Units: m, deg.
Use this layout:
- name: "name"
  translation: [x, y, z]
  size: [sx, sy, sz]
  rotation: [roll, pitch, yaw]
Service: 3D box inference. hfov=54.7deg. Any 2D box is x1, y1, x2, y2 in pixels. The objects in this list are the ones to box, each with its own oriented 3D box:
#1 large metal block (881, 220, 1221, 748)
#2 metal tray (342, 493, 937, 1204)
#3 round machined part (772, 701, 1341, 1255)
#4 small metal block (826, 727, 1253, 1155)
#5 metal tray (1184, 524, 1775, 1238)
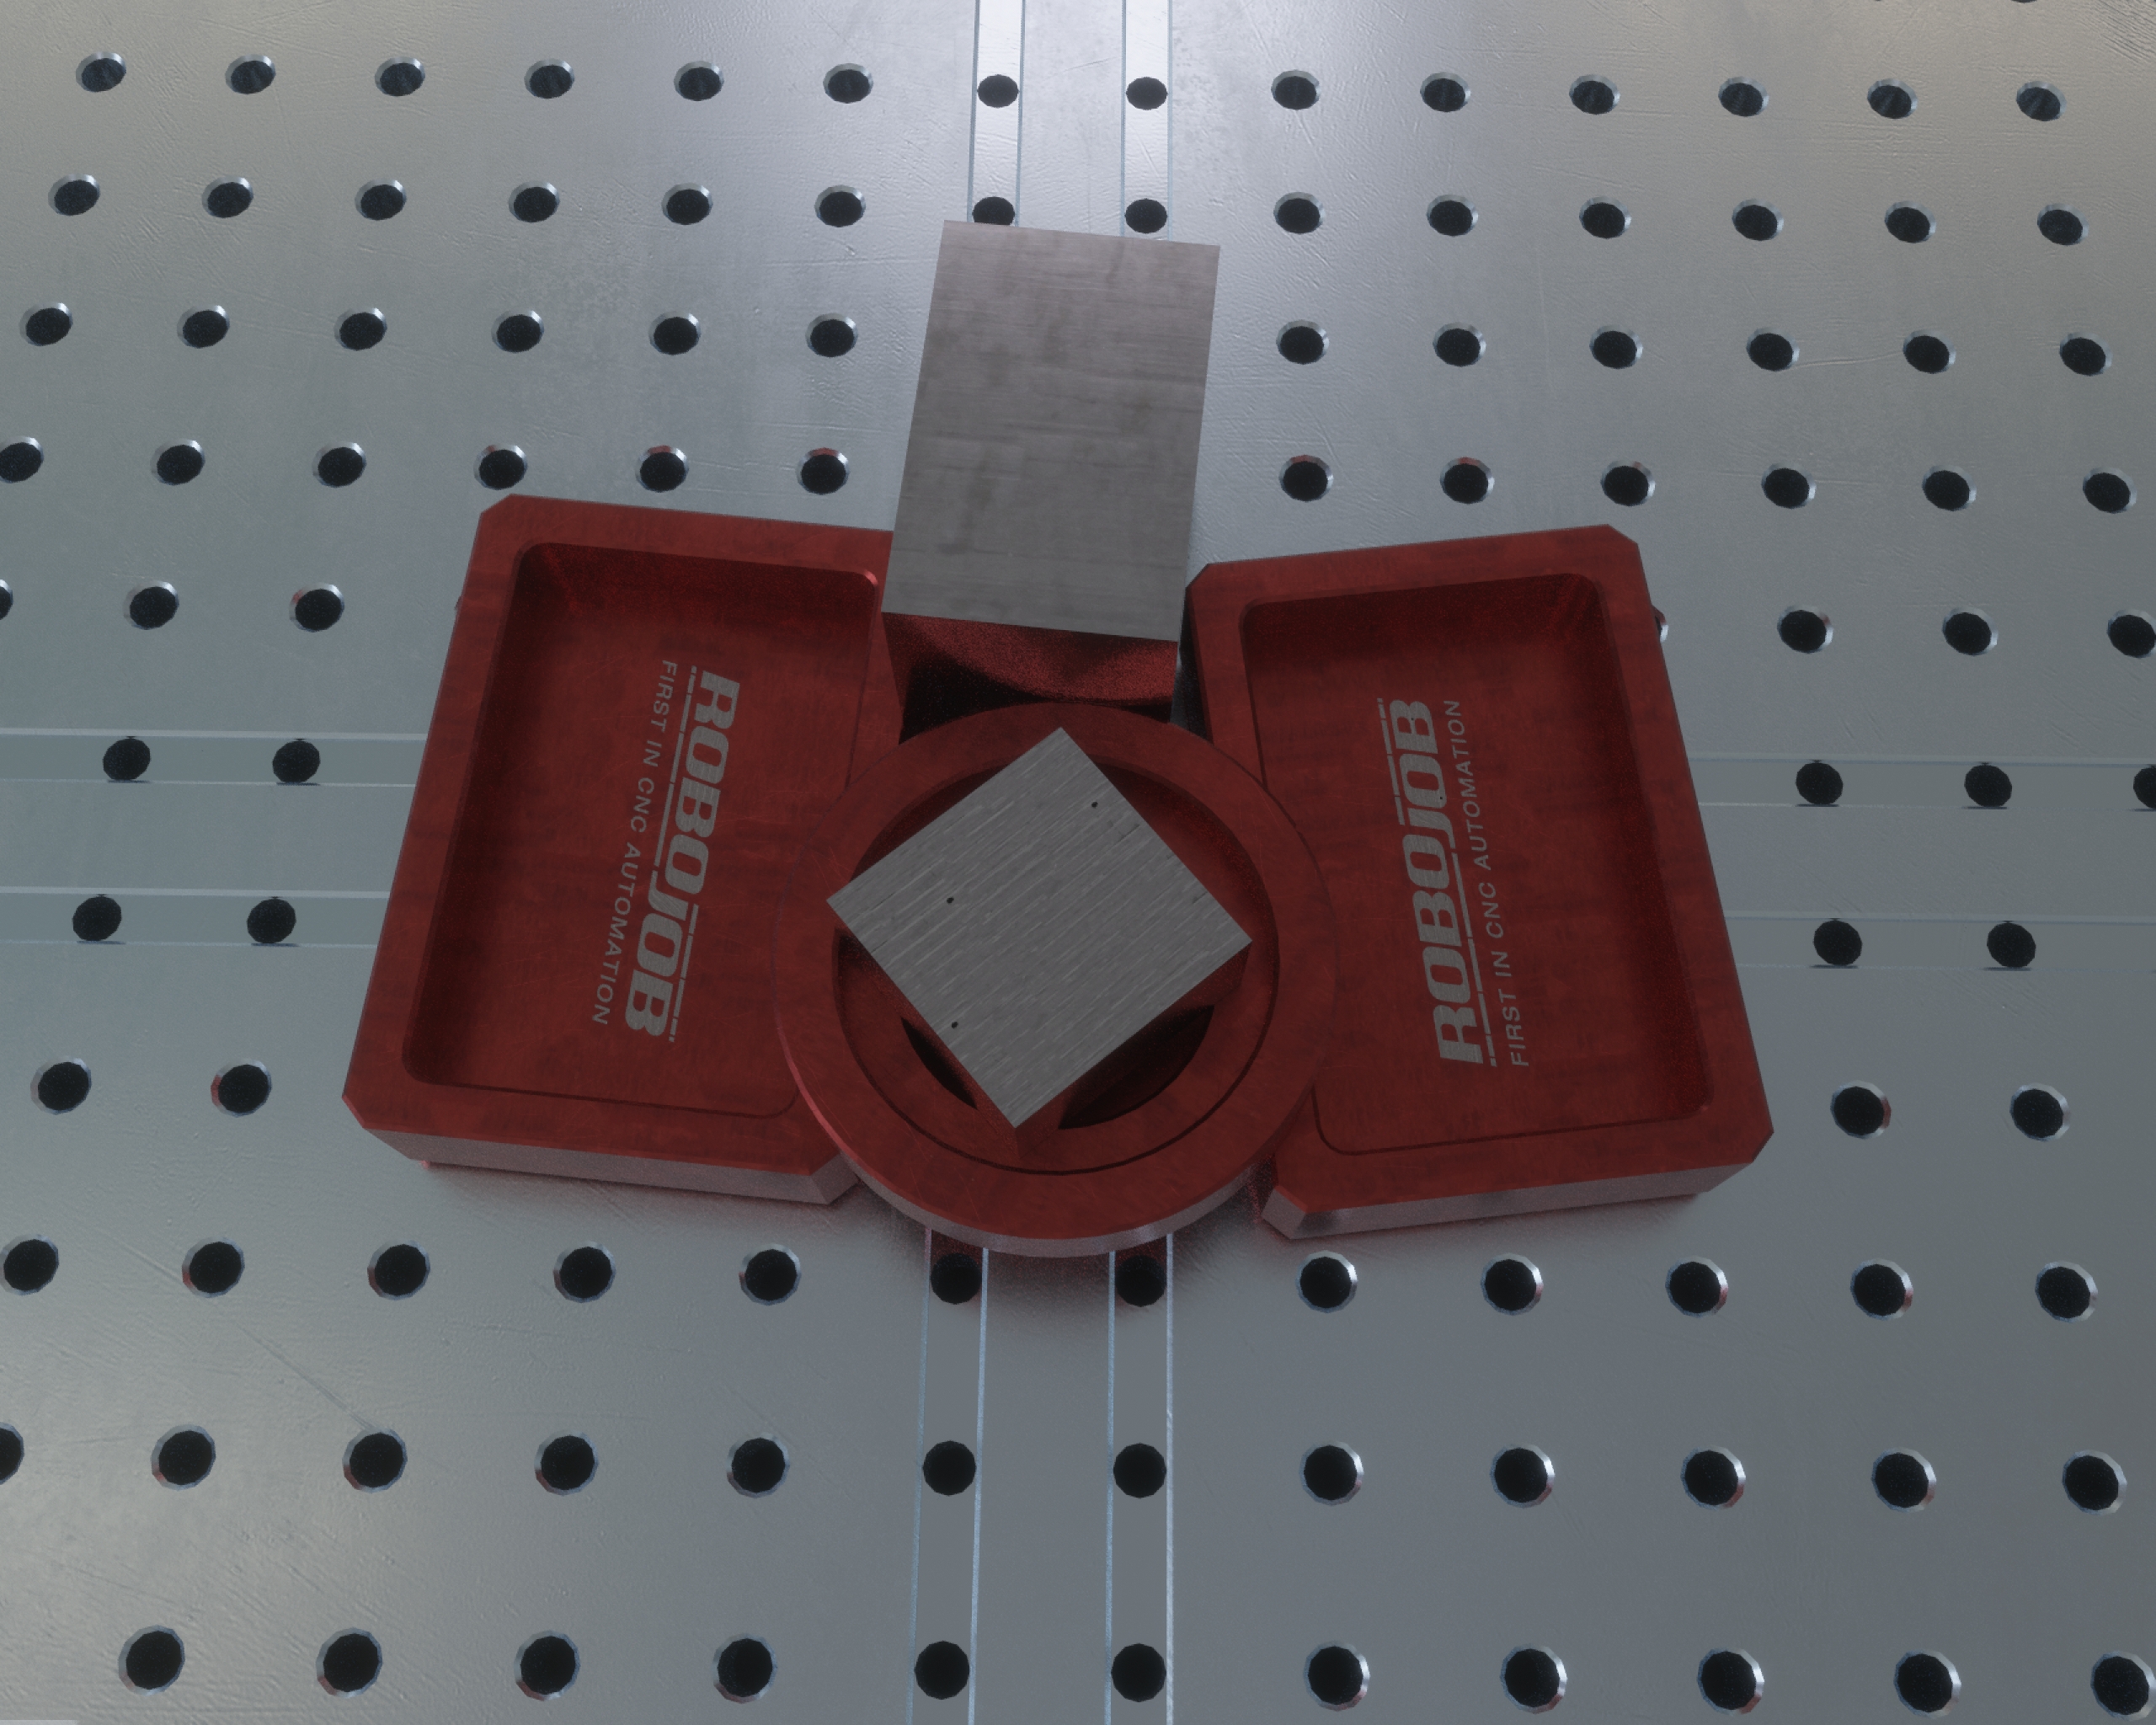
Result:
- name: "large metal block"
  translation: [-0.004, -0.063, 0.402]
  size: [0.050, 0.080, 0.080]
  rotation: [6, 70, 2]
- name: "metal tray"
  translation: [-0.080, -0.004, 0.406]
  size: [0.091, 0.030, 0.130]
  rotation: [6, 70, 2]
- name: "round machined part"
  translation: [-0.004, 0.023, 0.380]
  size: [0.099, 0.042, 0.098]
  rotation: [0, 70, 0]
- name: "small metal block"
  translation: [-0.006, 0.014, 0.358]
  size: [0.050, 0.025, 0.050]
  rotation: [-38, 74, -13]
- name: "metal tray"
  translation: [0.073, 0.002, 0.405]
  size: [0.091, 0.030, 0.130]
  rotation: [-6, 70, -3]
